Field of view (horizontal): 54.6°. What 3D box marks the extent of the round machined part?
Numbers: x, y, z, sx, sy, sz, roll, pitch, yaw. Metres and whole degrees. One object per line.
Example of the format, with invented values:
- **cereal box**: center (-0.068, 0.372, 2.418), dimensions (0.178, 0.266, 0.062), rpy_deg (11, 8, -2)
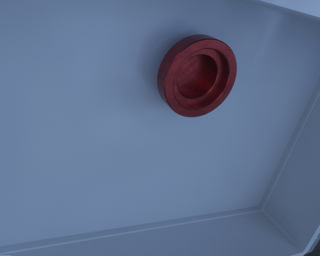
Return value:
- **round machined part**: center (0.041, -0.065, 0.379), dimensions (0.099, 0.042, 0.097), rpy_deg (-14, 124, -21)
